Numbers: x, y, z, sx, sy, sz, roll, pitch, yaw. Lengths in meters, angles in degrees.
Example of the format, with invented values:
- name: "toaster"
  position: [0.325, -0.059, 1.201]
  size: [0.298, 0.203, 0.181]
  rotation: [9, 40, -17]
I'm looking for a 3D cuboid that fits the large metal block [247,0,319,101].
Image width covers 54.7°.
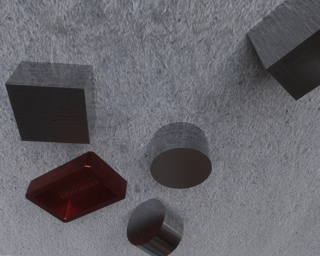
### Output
- name: "large metal block"
  position: [0.140, -0.087, 0.299]
  size: [0.050, 0.080, 0.080]
  rotation: [36, 121, -27]

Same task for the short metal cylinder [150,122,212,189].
- name: "short metal cylinder"
  position: [0.028, 0.038, 0.424]
  size: [0.081, 0.050, 0.079]
  rotation: [0, 130, 0]

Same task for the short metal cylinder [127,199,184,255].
- name: "short metal cylinder"
  position: [-0.008, 0.165, 0.512]
  size: [0.080, 0.080, 0.050]
  rotation: [-31, 124, 23]

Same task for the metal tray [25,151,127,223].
- name: "metal tray"
  position: [-0.129, 0.096, 0.484]
  size: [0.130, 0.030, 0.090]
  rotation: [-26, 126, 20]

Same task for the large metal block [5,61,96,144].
- name: "large metal block"
  position: [-0.122, -0.029, 0.365]
  size: [0.081, 0.050, 0.079]
  rotation: [3, 130, -3]
